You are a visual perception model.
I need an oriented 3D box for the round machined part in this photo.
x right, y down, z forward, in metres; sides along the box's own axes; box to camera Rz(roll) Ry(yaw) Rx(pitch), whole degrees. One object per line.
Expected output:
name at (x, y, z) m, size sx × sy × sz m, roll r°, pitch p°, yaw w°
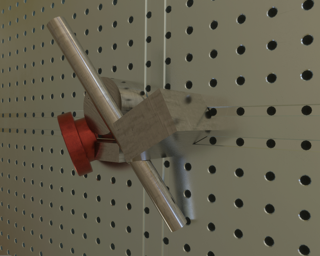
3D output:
round machined part at (-0.118, 0.020, 0.472) m, size 0.098 × 0.042 × 0.098 m, roll 160°, pitch 89°, yaw -77°

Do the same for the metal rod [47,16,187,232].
metal rod at (-0.054, -0.005, 0.390) m, size 0.025 × 0.025 × 0.299 m, roll -31°, pitch 90°, yaw 35°

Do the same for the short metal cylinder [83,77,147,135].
short metal cylinder at (-0.064, -0.030, 0.444) m, size 0.080 × 0.050 × 0.079 m, roll 0°, pitch 90°, yaw 39°

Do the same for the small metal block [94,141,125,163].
small metal block at (-0.056, 0.032, 0.437) m, size 0.050 × 0.050 × 0.025 m, roll 1°, pitch 91°, yaw 39°

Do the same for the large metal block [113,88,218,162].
large metal block at (0.006, -0.001, 0.367) m, size 0.080 × 0.081 × 0.050 m, roll -34°, pitch 70°, yaw 34°
